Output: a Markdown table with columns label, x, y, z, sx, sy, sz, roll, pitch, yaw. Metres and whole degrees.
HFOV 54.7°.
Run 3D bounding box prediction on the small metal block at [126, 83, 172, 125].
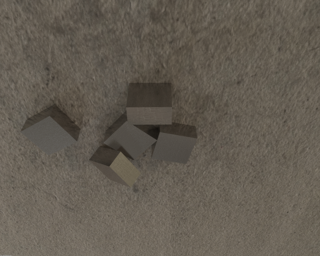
| label | x | y | z | sx | sy | sz | roll | pitch | yaw |
| --- | --- | --- | --- | --- | --- | --- | --- | --- | --- |
| small metal block | -0.012 | -0.029 | 0.366 | 0.050 | 0.050 | 0.025 | 0 | 130 | 0 |

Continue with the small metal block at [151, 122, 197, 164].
| label | x | y | z | sx | sy | sz | roll | pitch | yaw |
| --- | --- | --- | --- | --- | --- | --- | --- | --- | --- |
| small metal block | 0.018 | 0.020 | 0.425 | 0.050 | 0.025 | 0.050 | 10 | 129 | -9 |

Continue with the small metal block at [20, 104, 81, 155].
| label | x | y | z | sx | sy | sz | roll | pitch | yaw |
| --- | --- | --- | --- | --- | --- | --- | --- | --- | --- |
| small metal block | -0.143 | 0.003 | 0.408 | 0.050 | 0.025 | 0.050 | -25 | 126 | 19 |

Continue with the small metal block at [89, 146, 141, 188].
| label | x | y | z | sx | sy | sz | roll | pitch | yaw |
| --- | --- | --- | --- | --- | --- | --- | --- | --- | --- |
| small metal block | -0.063 | 0.054 | 0.436 | 0.050 | 0.025 | 0.050 | 8 | 144 | 46 |

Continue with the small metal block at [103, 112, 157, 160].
| label | x | y | z | sx | sy | sz | roll | pitch | yaw |
| --- | --- | --- | --- | --- | --- | --- | --- | --- | --- |
| small metal block | -0.039 | 0.010 | 0.415 | 0.050 | 0.025 | 0.050 | 34 | 122 | -26 |
